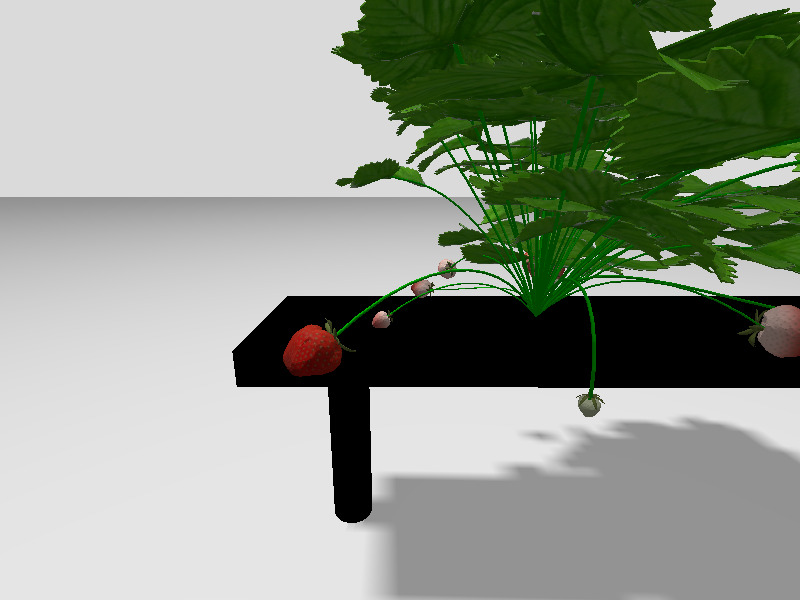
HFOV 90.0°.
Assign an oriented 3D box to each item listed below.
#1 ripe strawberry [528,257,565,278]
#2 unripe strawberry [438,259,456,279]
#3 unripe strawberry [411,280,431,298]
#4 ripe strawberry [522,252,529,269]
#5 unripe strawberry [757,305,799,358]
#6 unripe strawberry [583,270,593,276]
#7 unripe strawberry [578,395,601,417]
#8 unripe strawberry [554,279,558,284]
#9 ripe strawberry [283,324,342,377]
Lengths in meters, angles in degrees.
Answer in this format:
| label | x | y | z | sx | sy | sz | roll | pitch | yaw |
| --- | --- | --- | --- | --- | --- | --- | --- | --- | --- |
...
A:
| label | x | y | z | sx | sy | sz | roll | pitch | yaw |
| --- | --- | --- | --- | --- | --- | --- | --- | --- | --- |
| ripe strawberry | 0.178 | -0.041 | 0.486 | 0.042 | 0.044 | 0.046 | 7 | 17 | 21 |
| unripe strawberry | 0.060 | -0.040 | 0.516 | 0.024 | 0.025 | 0.026 | -7 | 1 | -22 |
| unripe strawberry | 0.023 | -0.012 | 0.426 | 0.022 | 0.019 | 0.022 | 9 | 19 | 30 |
| ripe strawberry | 0.184 | -0.053 | 0.531 | 0.043 | 0.037 | 0.043 | 5 | 17 | 18 |
| unripe strawberry | 0.277 | 0.023 | 0.280 | 0.038 | 0.037 | 0.035 | 10 | 19 | 28 |
| unripe strawberry | 0.243 | -0.042 | 0.526 | 0.024 | 0.021 | 0.022 | 11 | 19 | 34 |
| unripe strawberry | 0.093 | 0.053 | 0.198 | 0.010 | 0.011 | 0.011 | 3 | 17 | 10 |
| unripe strawberry | 0.179 | -0.019 | 0.461 | 0.010 | 0.011 | 0.011 | 9 | 18 | 27 |
| ripe strawberry | -0.056 | 0.033 | 0.248 | 0.033 | 0.033 | 0.036 | -30 | 29 | -24 |
